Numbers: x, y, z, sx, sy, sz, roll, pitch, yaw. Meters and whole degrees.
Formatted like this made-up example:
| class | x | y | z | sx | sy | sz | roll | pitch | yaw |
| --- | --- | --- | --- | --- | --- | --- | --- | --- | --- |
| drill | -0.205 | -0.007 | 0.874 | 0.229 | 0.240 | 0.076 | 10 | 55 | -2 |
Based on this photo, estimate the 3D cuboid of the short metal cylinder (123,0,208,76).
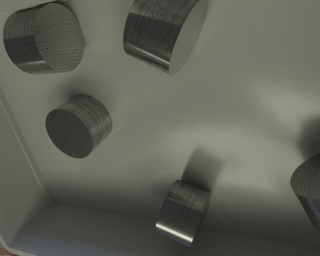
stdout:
| class | x | y | z | sx | sy | sz | roll | pitch | yaw |
| --- | --- | --- | --- | --- | --- | --- | --- | --- | --- |
| short metal cylinder | 0.006 | -0.099 | 0.308 | 0.050 | 0.080 | 0.079 | 28 | 128 | 11 |

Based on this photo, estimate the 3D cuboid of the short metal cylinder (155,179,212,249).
| class | x | y | z | sx | sy | sz | roll | pitch | yaw |
| --- | --- | --- | --- | --- | --- | --- | --- | --- | --- |
| short metal cylinder | 0.034 | 0.118 | 0.428 | 0.050 | 0.080 | 0.079 | 20 | 126 | 16 |

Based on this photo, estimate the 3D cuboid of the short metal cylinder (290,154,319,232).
| class | x | y | z | sx | sy | sz | roll | pitch | yaw |
| --- | --- | --- | --- | --- | --- | --- | --- | --- | --- |
| short metal cylinder | 0.184 | 0.064 | 0.316 | 0.080 | 0.080 | 0.050 | -23 | 106 | 36 |

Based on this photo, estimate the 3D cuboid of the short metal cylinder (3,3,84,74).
| class | x | y | z | sx | sy | sz | roll | pitch | yaw |
| --- | --- | --- | --- | --- | --- | --- | --- | --- | --- |
| short metal cylinder | -0.140 | -0.107 | 0.381 | 0.050 | 0.080 | 0.080 | 1 | 119 | 27 |

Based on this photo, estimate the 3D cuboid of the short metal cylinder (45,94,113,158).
| class | x | y | z | sx | sy | sz | roll | pitch | yaw |
| --- | --- | --- | --- | --- | --- | --- | --- | --- | --- |
| short metal cylinder | -0.118 | -0.003 | 0.453 | 0.080 | 0.050 | 0.079 | 13 | 124 | 21 |
